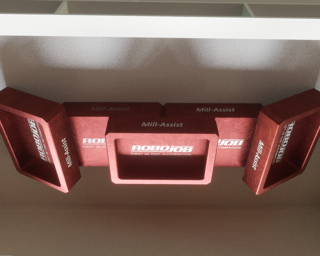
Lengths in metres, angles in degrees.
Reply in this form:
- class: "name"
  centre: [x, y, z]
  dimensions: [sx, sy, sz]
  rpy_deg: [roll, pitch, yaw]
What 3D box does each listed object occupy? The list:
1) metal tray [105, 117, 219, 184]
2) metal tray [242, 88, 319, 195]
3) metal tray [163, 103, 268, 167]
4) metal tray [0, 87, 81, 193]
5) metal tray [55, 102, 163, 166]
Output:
- class: "metal tray"
  centre: [0.002, 0.030, 0.390]
  dimensions: [0.131, 0.030, 0.089]
  rpy_deg: [1, 130, -1]
- class: "metal tray"
  centre: [0.160, 0.020, 0.397]
  dimensions: [0.091, 0.030, 0.129]
  rpy_deg: [-19, 134, -21]
- class: "metal tray"
  centre: [0.069, 0.011, 0.415]
  dimensions: [0.131, 0.030, 0.089]
  rpy_deg: [0, 130, 0]
- class: "metal tray"
  centre: [-0.155, 0.018, 0.394]
  dimensions: [0.090, 0.030, 0.129]
  rpy_deg: [17, 133, 19]
- class: "metal tray"
  centre: [-0.062, 0.010, 0.413]
  dimensions: [0.131, 0.030, 0.089]
  rpy_deg: [0, 130, 0]
